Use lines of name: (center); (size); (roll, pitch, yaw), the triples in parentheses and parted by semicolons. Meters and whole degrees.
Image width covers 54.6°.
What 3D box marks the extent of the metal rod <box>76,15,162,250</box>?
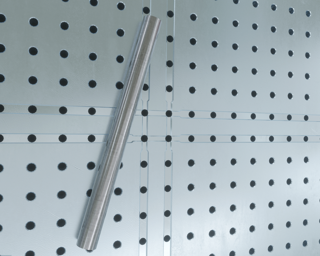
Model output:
metal rod: (-0.050, 0.001, 0.393); (0.025, 0.025, 0.299); (18, 84, -19)
